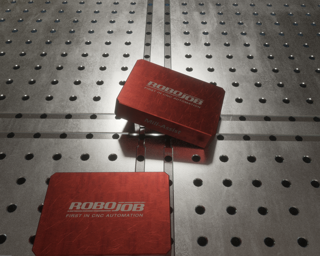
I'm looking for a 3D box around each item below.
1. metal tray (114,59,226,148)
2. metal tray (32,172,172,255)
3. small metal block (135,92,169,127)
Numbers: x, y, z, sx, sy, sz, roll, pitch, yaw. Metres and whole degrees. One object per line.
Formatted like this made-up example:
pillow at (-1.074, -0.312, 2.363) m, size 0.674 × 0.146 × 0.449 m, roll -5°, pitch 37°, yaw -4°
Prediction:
metal tray at (0.016, -0.035, 0.417) m, size 0.131 × 0.030 × 0.090 m, roll 20°, pitch 52°, yaw 0°
metal tray at (-0.055, 0.092, 0.326) m, size 0.131 × 0.030 × 0.090 m, roll 0°, pitch 50°, yaw -1°
small metal block at (-0.011, -0.029, 0.432) m, size 0.050 × 0.025 × 0.050 m, roll -2°, pitch 50°, yaw -2°
